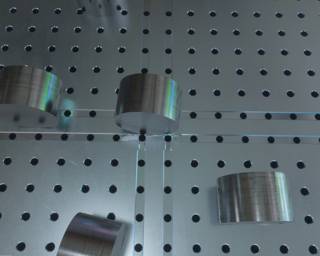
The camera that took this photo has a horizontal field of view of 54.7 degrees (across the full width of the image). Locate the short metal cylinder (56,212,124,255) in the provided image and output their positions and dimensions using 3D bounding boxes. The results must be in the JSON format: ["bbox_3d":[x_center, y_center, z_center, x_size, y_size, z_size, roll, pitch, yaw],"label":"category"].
[{"bbox_3d":[-0.073,0.136,0.332,0.050,0.080,0.080,13,71,4],"label":"short metal cylinder"}]

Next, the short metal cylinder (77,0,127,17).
[{"bbox_3d":[-0.093,-0.220,0.478,0.081,0.050,0.080,0,70,0],"label":"short metal cylinder"}]

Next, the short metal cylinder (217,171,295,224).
[{"bbox_3d":[0.107,0.082,0.354,0.081,0.080,0.050,-1,70,-1],"label":"short metal cylinder"}]

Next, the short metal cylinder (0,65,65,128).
[{"bbox_3d":[-0.167,-0.037,0.394,0.081,0.080,0.050,3,70,0],"label":"short metal cylinder"}]

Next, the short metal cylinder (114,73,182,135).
[{"bbox_3d":[-0.014,-0.028,0.392,0.080,0.080,0.050,5,70,1],"label":"short metal cylinder"}]
